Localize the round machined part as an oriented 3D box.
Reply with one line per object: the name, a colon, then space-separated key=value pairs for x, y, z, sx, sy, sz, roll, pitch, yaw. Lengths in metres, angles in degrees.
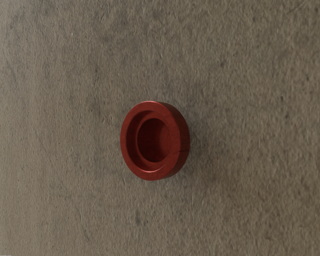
round machined part: x=-0.002 y=0.016 z=0.393 sx=0.098 sy=0.042 sz=0.097 roll=0 pitch=90 yaw=39
